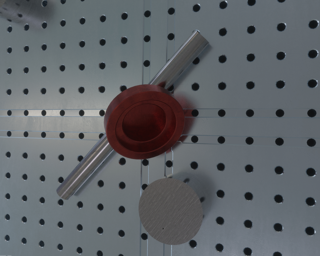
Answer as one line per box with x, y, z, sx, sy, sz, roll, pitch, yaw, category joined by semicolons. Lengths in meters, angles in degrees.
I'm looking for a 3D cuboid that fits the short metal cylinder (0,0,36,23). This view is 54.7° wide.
-0.245;-0.212;0.486;0.080;0.050;0.079;0;90;20;short metal cylinder

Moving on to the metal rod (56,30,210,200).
-0.045;-0.009;0.428;0.025;0.025;0.299;46;104;14;metal rod

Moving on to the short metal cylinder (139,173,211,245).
0.020;0.099;0.392;0.080;0.050;0.079;0;90;20;short metal cylinder

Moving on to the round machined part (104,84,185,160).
-0.022;-0.011;0.392;0.098;0.098;0.042;-48;34;14;round machined part
